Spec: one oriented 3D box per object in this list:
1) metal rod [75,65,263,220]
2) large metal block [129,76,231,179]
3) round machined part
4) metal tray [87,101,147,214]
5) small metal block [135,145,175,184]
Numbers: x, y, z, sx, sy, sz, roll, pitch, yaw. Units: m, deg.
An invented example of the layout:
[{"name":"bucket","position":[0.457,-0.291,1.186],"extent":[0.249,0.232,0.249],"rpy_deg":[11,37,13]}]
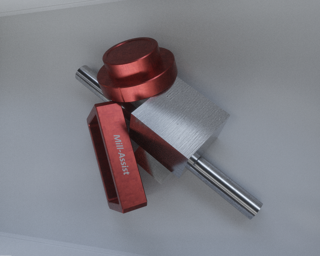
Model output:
[{"name":"metal rod","position":[0.001,0.010,0.408],"extent":[0.300,0.025,0.025],"rpy_deg":[38,102,15]},{"name":"large metal block","position":[0.021,-0.002,0.366],"extent":[0.080,0.050,0.080],"rpy_deg":[39,59,15]},{"name":"round machined part","position":[-0.031,-0.077,0.378],"extent":[0.098,0.098,0.042],"rpy_deg":[-2,130,19]},{"name":"metal tray","position":[-0.059,0.038,0.396],"extent":[0.030,0.090,0.129],"rpy_deg":[-13,84,-22]},{"name":"small metal block","position":[-0.002,0.042,0.395],"extent":[0.050,0.050,0.025],"rpy_deg":[40,103,15]}]
